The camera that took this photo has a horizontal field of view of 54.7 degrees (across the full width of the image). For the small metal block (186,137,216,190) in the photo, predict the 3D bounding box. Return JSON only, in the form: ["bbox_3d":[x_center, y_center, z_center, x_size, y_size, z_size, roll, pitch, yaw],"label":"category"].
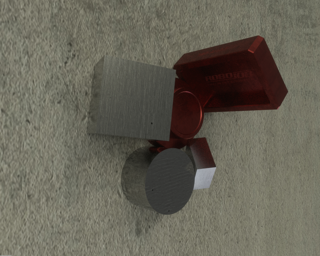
[{"bbox_3d":[0.053,0.049,0.422,0.025,0.050,0.050,-5,139,-10],"label":"small metal block"}]

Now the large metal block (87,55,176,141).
[{"bbox_3d":[-0.033,-0.029,0.348,0.081,0.050,0.080,7,85,-23],"label":"large metal block"}]

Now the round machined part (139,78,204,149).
[{"bbox_3d":[0.021,-0.019,0.416,0.099,0.042,0.097,0,90,-40],"label":"round machined part"}]

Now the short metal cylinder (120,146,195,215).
[{"bbox_3d":[-0.002,0.064,0.391,0.081,0.050,0.079,0,90,-40],"label":"short metal cylinder"}]

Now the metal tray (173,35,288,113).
[{"bbox_3d":[0.090,-0.065,0.414,0.030,0.130,0.090,-52,121,-28],"label":"metal tray"}]
